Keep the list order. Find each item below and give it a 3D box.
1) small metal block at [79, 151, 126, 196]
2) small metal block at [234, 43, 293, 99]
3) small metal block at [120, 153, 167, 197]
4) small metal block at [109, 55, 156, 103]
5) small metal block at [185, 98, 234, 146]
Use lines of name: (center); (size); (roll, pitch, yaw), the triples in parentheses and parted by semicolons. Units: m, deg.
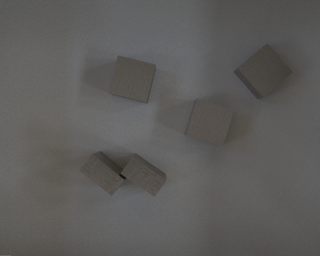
small metal block: (-0.070, 0.057, 0.398); (0.050, 0.050, 0.025); (39, 90, 0)
small metal block: (0.136, -0.074, 0.412); (0.050, 0.025, 0.050); (-41, 90, 0)
small metal block: (-0.020, 0.059, 0.399); (0.050, 0.050, 0.025); (35, 90, 0)
small metal block: (-0.036, -0.063, 0.411); (0.050, 0.025, 0.050); (14, 90, 0)
small metal block: (0.065, -0.007, 0.412); (0.050, 0.025, 0.050); (17, 90, 0)
